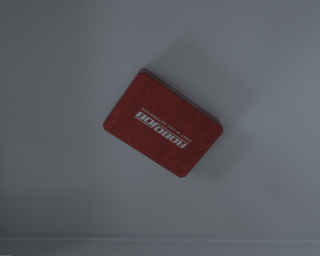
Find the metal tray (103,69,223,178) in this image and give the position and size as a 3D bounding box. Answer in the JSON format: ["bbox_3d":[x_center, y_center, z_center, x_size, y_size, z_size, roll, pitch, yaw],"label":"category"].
[{"bbox_3d":[0.004,-0.004,0.407,0.130,0.030,0.090,34,106,-12],"label":"metal tray"}]
